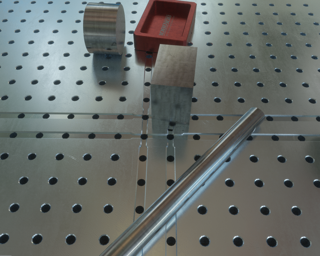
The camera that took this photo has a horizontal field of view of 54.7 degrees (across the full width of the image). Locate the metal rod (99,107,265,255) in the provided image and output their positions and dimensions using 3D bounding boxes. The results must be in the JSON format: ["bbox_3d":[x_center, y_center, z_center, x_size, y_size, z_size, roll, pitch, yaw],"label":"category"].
[{"bbox_3d":[0.030,0.066,0.351,0.025,0.025,0.302,36,58,26],"label":"metal rod"}]

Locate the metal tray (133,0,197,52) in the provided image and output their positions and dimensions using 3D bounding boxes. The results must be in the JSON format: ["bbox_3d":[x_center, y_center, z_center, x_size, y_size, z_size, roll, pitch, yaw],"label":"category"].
[{"bbox_3d":[0.012,-0.187,0.560,0.090,0.030,0.130,9,51,8],"label":"metal tray"}]

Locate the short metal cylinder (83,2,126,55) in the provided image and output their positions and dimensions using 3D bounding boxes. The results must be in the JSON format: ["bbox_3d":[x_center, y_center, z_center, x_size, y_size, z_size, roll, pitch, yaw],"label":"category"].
[{"bbox_3d":[-0.089,-0.162,0.507,0.050,0.080,0.080,4,50,3],"label":"short metal cylinder"}]

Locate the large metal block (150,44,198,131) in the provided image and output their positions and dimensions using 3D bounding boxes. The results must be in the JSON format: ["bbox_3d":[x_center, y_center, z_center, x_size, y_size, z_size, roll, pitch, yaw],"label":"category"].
[{"bbox_3d":[0.019,-0.054,0.417,0.050,0.080,0.080,6,50,5],"label":"large metal block"}]
